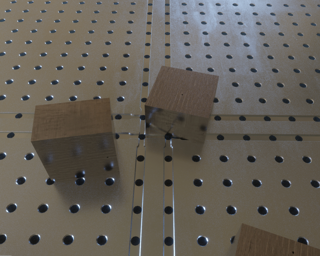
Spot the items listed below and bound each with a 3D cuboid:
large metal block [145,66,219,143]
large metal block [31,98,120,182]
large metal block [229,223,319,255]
[{"bbox_3d":[0.031,-0.034,0.420,0.080,0.050,0.080,12,51,10],"label":"large metal block"},{"bbox_3d":[-0.093,0.015,0.358,0.081,0.080,0.050,-7,51,-6],"label":"large metal block"},{"bbox_3d":[0.099,0.143,0.272,0.080,0.050,0.080,16,52,13],"label":"large metal block"}]
